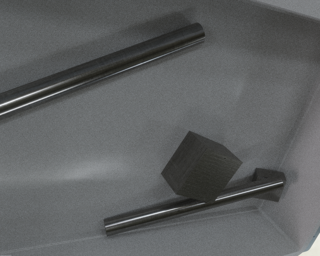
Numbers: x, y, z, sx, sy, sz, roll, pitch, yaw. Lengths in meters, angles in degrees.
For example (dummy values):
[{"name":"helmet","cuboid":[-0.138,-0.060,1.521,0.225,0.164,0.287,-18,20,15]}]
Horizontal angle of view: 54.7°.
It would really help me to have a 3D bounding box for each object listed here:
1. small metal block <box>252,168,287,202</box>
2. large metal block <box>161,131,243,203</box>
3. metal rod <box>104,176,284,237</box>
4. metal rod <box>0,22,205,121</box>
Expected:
[{"name":"small metal block","cuboid":[0.197,0.105,0.569,0.050,0.025,0.050,10,119,4]},{"name":"large metal block","cuboid":[0.063,0.060,0.466,0.080,0.050,0.080,22,106,-37]},{"name":"metal rod","cuboid":[0.063,0.122,0.497,0.302,0.025,0.025,-11,123,-15]},{"name":"metal rod","cuboid":[-0.087,-0.053,0.329,0.302,0.025,0.025,-24,128,-14]}]
